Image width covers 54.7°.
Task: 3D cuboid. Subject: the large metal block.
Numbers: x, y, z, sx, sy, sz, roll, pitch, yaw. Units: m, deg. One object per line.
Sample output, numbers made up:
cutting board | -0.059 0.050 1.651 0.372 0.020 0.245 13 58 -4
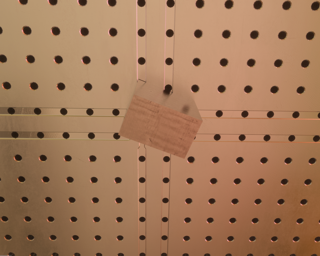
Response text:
large metal block | 0.000 -0.014 0.379 0.080 0.080 0.050 21 109 -8
